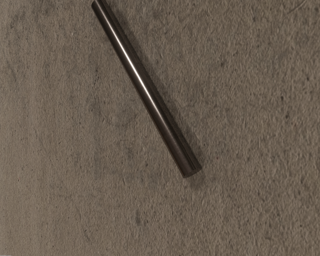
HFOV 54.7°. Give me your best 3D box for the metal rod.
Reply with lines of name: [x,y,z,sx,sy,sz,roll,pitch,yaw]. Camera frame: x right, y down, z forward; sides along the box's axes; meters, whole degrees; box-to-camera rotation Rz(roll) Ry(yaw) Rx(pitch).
metal rod: [-0.028,-0.068,0.425,0.025,0.025,0.299,-42,65,31]
